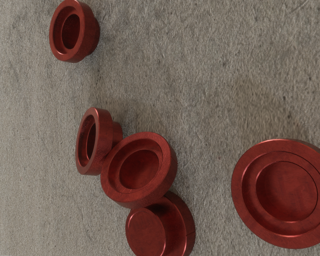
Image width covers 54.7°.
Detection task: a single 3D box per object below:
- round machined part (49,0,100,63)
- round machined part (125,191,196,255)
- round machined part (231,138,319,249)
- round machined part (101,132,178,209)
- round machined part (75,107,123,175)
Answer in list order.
[{"bbox_3d":[-0.136,-0.155,0.506,0.098,0.042,0.097,0,90,40],"label":"round machined part"},{"bbox_3d":[-0.006,0.131,0.399,0.098,0.042,0.097,0,90,40],"label":"round machined part"},{"bbox_3d":[0.122,0.058,0.294,0.098,0.042,0.097,0,90,40],"label":"round machined part"},{"bbox_3d":[-0.022,0.056,0.393,0.098,0.042,0.098,-16,49,19],"label":"round machined part"},{"bbox_3d":[-0.088,0.021,0.453,0.098,0.042,0.098,-24,61,54],"label":"round machined part"}]
